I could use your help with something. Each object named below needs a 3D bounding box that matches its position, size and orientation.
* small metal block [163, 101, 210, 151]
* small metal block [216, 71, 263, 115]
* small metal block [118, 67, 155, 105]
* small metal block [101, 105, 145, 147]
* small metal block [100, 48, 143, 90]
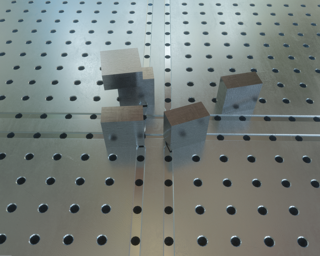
[{"bbox_3d":[0.032,-0.002,0.393,0.050,0.050,0.025,-16,52,-13],"label":"small metal block"},{"bbox_3d":[0.109,-0.049,0.434,0.050,0.050,0.025,-10,51,-9],"label":"small metal block"},{"bbox_3d":[-0.034,-0.058,0.440,0.050,0.050,0.025,-5,50,-4],"label":"small metal block"},{"bbox_3d":[-0.046,-0.001,0.392,0.050,0.050,0.025,-3,50,-3],"label":"small metal block"},{"bbox_3d":[-0.051,-0.078,0.408,0.050,0.025,0.050,-7,50,-7],"label":"small metal block"}]
